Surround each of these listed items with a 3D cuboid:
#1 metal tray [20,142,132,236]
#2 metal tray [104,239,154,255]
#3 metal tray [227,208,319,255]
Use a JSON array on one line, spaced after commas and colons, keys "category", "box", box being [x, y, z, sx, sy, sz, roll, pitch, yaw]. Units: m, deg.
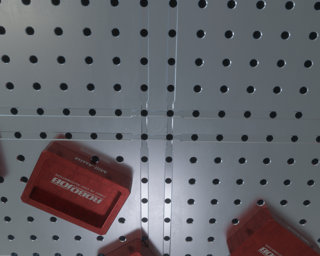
[{"category": "metal tray", "box": [-0.117, 0.088, 0.442, 0.131, 0.030, 0.090, 27, 108, -10]}, {"category": "metal tray", "box": [-0.036, 0.251, 0.502, 0.090, 0.030, 0.130, -31, 107, 10]}, {"category": "metal tray", "box": [0.182, 0.195, 0.484, 0.130, 0.030, 0.090, 37, 106, -13]}]
